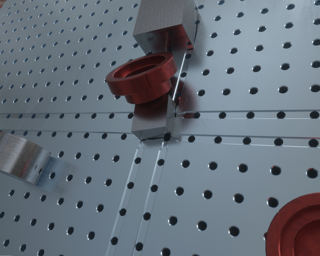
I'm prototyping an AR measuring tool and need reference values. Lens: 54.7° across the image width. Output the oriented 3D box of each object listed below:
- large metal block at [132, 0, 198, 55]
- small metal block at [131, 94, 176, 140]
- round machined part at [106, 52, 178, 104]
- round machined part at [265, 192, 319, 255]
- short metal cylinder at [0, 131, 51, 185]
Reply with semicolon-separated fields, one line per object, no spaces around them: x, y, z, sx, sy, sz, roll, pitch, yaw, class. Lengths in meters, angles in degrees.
0.011;-0.166;0.489;0.080;0.050;0.080;-5;60;26;large metal block
-0.008;-0.014;0.422;0.050;0.025;0.050;-8;58;24;small metal block
-0.022;-0.067;0.433;0.098;0.042;0.098;-16;26;9;round machined part
0.142;0.107;0.257;0.098;0.042;0.098;-13;56;21;round machined part
-0.209;0.046;0.455;0.080;0.080;0.050;8;66;31;short metal cylinder
